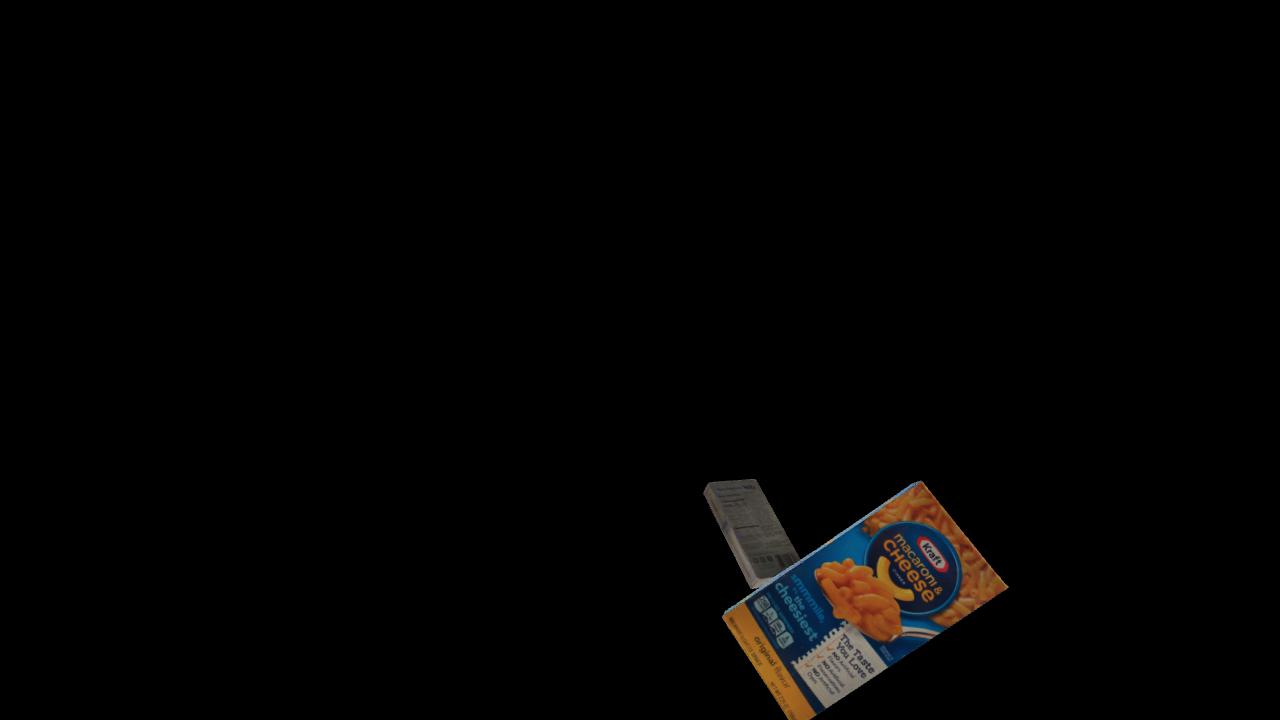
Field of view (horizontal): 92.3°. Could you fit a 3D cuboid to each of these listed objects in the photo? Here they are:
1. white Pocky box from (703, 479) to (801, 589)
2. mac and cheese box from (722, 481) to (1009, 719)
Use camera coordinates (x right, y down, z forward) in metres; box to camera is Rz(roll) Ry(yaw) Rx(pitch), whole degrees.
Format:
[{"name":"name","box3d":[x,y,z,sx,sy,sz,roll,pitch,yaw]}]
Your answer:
[{"name":"white Pocky box","box3d":[0.153,0.230,0.832,0.084,0.028,0.154,2,40,-26]},{"name":"mac and cheese box","box3d":[0.164,0.181,0.465,0.184,0.093,0.041,-36,-20,3]}]
